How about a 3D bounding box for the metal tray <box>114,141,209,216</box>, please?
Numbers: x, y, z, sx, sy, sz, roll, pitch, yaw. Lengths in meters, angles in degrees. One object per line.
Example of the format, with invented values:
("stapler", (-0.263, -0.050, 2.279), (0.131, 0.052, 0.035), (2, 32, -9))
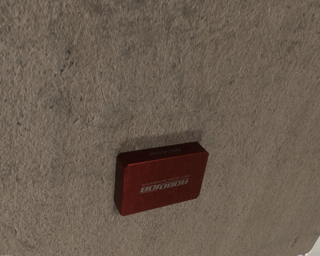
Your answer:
("metal tray", (0.002, 0.072, 0.451), (0.131, 0.030, 0.089), (-7, 122, -25))
